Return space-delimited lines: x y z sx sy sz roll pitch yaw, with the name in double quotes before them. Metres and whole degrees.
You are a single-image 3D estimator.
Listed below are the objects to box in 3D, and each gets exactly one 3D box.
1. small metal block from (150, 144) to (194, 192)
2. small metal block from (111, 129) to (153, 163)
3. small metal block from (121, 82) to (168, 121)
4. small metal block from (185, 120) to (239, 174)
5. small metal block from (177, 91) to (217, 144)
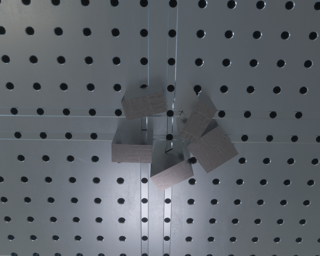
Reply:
"small metal block" 0.015 0.053 0.420 0.050 0.050 0.025 -28 108 10
"small metal block" -0.035 0.023 0.408 0.050 0.050 0.025 2 110 -1
"small metal block" -0.018 -0.034 0.387 0.050 0.050 0.025 -13 110 5
"small metal block" 0.070 0.025 0.423 0.050 0.025 0.050 -35 107 12
"small metal block" 0.045 -0.014 0.395 0.025 0.050 0.050 27 108 -9
